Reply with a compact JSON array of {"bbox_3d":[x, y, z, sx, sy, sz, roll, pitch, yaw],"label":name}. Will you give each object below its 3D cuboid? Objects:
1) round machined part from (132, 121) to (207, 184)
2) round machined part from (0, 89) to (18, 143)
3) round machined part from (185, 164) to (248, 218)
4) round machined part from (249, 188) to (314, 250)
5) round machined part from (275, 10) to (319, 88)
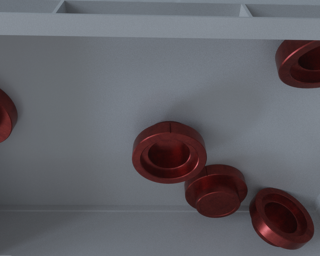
[{"bbox_3d":[0.012,0.029,0.423,0.099,0.042,0.097,-1,130,0],"label":"round machined part"},{"bbox_3d":[-0.235,-0.012,0.384,0.099,0.042,0.097,-1,130,0],"label":"round machined part"},{"bbox_3d":[0.089,0.106,0.489,0.099,0.042,0.097,-1,130,0],"label":"round machined part"},{"bbox_3d":[0.185,0.146,0.489,0.099,0.098,0.042,14,128,-12],"label":"round machined part"},{"bbox_3d":[0.168,-0.083,0.314,0.099,0.042,0.098,-2,157,-1],"label":"round machined part"}]
